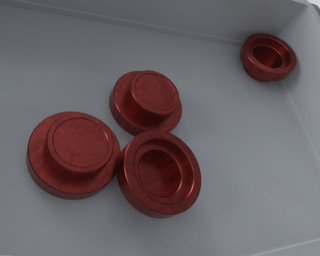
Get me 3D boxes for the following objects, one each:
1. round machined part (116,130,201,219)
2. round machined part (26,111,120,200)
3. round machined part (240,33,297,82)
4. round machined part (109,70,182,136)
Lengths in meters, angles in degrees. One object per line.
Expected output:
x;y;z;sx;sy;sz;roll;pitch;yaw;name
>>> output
-0.005;0.054;0.355;0.099;0.042;0.098;16;56;-26;round machined part
-0.089;0.023;0.333;0.099;0.042;0.098;13;56;-21;round machined part
0.191;-0.122;0.562;0.099;0.042;0.098;6;58;-9;round machined part
-0.014;-0.037;0.410;0.099;0.042;0.098;14;56;-21;round machined part
